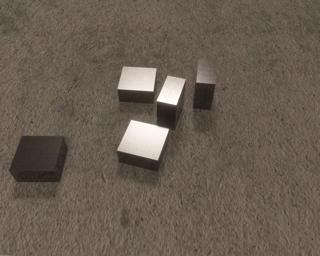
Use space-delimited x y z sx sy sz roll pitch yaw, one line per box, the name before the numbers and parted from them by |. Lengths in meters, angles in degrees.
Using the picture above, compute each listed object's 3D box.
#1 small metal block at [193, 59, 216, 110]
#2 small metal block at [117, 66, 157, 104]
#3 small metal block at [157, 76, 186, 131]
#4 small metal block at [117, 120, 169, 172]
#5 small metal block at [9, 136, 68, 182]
small metal block | 0.063 -0.061 0.440 0.025 0.050 0.050 6 50 5
small metal block | -0.032 -0.064 0.456 0.050 0.025 0.050 4 50 3
small metal block | 0.015 -0.033 0.415 0.025 0.050 0.050 13 51 10
small metal block | -0.020 0.021 0.385 0.050 0.025 0.050 13 51 10
small metal block | -0.143 0.037 0.371 0.050 0.025 0.050 0 50 0
